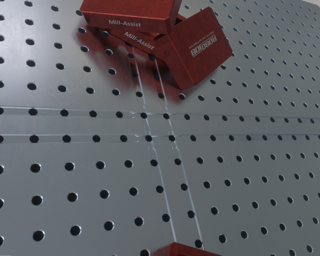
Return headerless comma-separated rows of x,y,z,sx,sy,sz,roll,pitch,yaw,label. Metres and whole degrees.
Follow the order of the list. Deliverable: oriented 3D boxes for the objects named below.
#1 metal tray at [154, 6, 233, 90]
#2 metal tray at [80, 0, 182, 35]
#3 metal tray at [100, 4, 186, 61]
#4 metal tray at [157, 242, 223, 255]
0.058,-0.129,0.494,0.131,0.030,0.090,-42,108,-39,metal tray
-0.037,-0.185,0.444,0.130,0.030,0.090,10,68,14,metal tray
-0.021,-0.167,0.494,0.131,0.030,0.090,25,53,-13,metal tray
0.056,0.182,0.323,0.131,0.030,0.090,22,54,-15,metal tray
